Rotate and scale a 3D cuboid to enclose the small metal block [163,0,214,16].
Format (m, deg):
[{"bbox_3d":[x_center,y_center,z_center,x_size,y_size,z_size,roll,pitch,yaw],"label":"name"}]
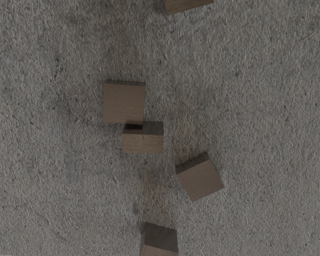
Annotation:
[{"bbox_3d":[0.029,-0.144,0.343,0.050,0.050,0.025,-14,110,5],"label":"small metal block"}]

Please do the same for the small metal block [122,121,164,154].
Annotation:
[{"bbox_3d":[-0.021,0.011,0.400,0.050,0.050,0.025,2,110,-1],"label":"small metal block"}]

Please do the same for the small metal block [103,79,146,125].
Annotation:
[{"bbox_3d":[-0.045,-0.034,0.397,0.050,0.025,0.050,4,110,-2],"label":"small metal block"}]

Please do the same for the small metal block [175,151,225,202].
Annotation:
[{"bbox_3d":[0.056,0.069,0.436,0.050,0.025,0.050,-27,108,9],"label":"small metal block"}]

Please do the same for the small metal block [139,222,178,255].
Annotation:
[{"bbox_3d":[-0.002,0.171,0.459,0.050,0.050,0.025,17,109,-6],"label":"small metal block"}]
